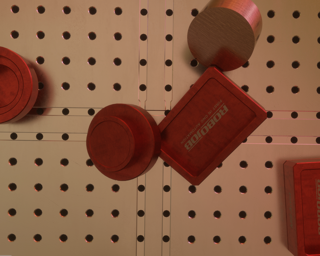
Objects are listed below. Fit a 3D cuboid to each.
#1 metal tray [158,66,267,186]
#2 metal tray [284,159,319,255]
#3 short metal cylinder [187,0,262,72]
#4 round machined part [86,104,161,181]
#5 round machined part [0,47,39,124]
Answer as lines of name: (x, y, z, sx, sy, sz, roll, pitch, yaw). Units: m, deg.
metal tray: (0.056, -0.001, 0.391, 0.090, 0.030, 0.130, 41, 108, -1)
metal tray: (0.220, 0.107, 0.413, 0.091, 0.030, 0.129, -3, 90, -1)
short metal cylinder: (0.080, -0.117, 0.381, 0.080, 0.080, 0.050, 33, 47, -1)
round machined part: (-0.052, 0.018, 0.386, 0.098, 0.042, 0.097, 1, 93, 24)
round machined part: (-0.207, -0.053, 0.402, 0.099, 0.042, 0.097, 0, 90, -1)
